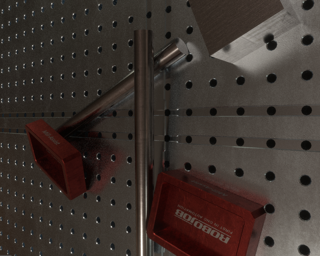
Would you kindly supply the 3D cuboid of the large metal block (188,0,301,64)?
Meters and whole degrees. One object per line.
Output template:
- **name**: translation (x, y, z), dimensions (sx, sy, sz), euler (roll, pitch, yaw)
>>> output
- **large metal block**: translation (0.084, -0.126, 0.323), dimensions (0.080, 0.050, 0.080), euler (-28, 73, 36)

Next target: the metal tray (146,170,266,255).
- **metal tray**: translation (0.048, 0.113, 0.365), dimensions (0.130, 0.030, 0.089), euler (18, 101, 38)

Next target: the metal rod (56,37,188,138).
- **metal rod**: translation (-0.080, -0.043, 0.472), dimensions (0.299, 0.025, 0.025), euler (-29, 72, 36)

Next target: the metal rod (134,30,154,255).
- **metal rod**: translation (-0.020, 0.027, 0.404), dimensions (0.025, 0.025, 0.298), euler (6, 100, 39)

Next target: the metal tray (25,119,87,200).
- **metal tray**: translation (-0.177, 0.051, 0.526), dimensions (0.130, 0.030, 0.089), euler (32, 135, 35)
